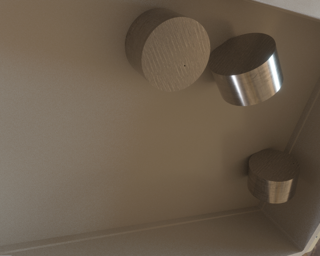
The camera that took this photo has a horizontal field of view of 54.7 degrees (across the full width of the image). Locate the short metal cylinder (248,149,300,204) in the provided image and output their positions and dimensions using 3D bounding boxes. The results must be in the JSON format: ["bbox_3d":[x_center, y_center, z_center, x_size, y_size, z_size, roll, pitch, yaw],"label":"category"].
[{"bbox_3d":[0.192,0.081,0.528,0.081,0.080,0.050,-19,126,-17],"label":"short metal cylinder"}]

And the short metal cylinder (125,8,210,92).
[{"bbox_3d":[0.008,-0.087,0.343,0.081,0.050,0.079,-14,124,-21],"label":"short metal cylinder"}]

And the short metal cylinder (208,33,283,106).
[{"bbox_3d":[0.107,-0.073,0.386,0.080,0.080,0.050,-36,129,-4],"label":"short metal cylinder"}]
